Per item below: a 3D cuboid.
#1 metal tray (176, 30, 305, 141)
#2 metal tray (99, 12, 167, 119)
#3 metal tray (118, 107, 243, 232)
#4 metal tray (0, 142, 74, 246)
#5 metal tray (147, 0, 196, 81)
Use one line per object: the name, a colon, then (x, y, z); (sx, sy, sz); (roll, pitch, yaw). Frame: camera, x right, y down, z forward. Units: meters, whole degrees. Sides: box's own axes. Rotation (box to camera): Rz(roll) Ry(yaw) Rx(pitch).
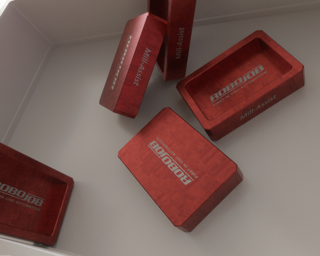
metal tray: (0.096, -0.055, 0.384); (0.130, 0.030, 0.090); (-33, 52, 6)
metal tray: (-0.039, -0.084, 0.421); (0.090, 0.030, 0.129); (26, 97, 64)
metal tray: (0.019, 0.043, 0.365); (0.090, 0.030, 0.130); (-44, 51, -3)
metal tray: (-0.170, 0.083, 0.374); (0.030, 0.130, 0.090); (-7, 59, 30)
metal tray: (0.010, -0.139, 0.416); (0.030, 0.129, 0.090); (-13, 54, -14)
